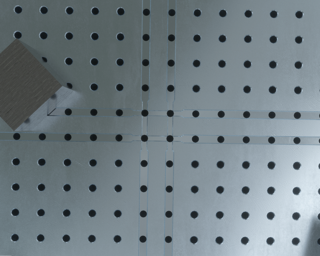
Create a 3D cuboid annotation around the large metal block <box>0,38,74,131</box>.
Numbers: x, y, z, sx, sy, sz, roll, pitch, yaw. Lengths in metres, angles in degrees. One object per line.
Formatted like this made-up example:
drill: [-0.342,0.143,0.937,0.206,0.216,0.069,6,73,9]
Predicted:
large metal block: [-0.175,-0.053,0.400,0.080,0.050,0.080,-43,90,0]
